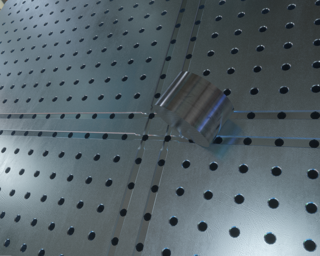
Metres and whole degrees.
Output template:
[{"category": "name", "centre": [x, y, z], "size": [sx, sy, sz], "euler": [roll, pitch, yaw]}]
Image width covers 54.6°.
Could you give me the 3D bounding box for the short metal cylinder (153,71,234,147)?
[{"category": "short metal cylinder", "centre": [0.039, -0.021, 0.366], "size": [0.080, 0.080, 0.050], "euler": [30, 78, 37]}]
